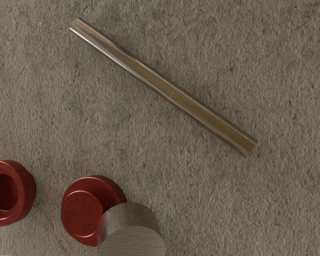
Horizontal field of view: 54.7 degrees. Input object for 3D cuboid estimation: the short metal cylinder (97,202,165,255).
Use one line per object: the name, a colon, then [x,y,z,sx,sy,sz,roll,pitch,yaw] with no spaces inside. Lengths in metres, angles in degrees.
short metal cylinder: [-0.038,0.141,0.388,0.081,0.050,0.079,-4,109,-11]

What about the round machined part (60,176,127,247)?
round machined part: [-0.098,0.118,0.433,0.098,0.042,0.097,0,90,19]

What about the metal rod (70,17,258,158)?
metal rod: [-0.005,-0.062,0.410,0.300,0.025,0.025,37,102,15]

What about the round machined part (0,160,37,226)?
round machined part: [-0.234,0.098,0.480,0.098,0.042,0.097,0,90,19]
